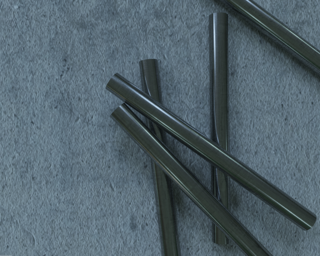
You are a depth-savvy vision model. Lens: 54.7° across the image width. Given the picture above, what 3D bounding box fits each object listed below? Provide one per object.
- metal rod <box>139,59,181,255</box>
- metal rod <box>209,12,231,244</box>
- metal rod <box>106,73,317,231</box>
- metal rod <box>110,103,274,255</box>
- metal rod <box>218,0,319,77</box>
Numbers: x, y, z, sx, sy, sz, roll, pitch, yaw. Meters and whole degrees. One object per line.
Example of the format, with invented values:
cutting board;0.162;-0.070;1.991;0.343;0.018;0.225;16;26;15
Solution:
metal rod;0.002;0.060;0.409;0.025;0.025;0.298;-7;90;0
metal rod;0.079;0.000;0.410;0.025;0.025;0.298;-1;90;0
metal rod;0.063;0.029;0.384;0.301;0.025;0.025;36;90;0
metal rod;0.052;0.085;0.384;0.025;0.025;0.300;-44;90;0
metal rod;0.179;-0.110;0.410;0.301;0.025;0.025;37;90;0
